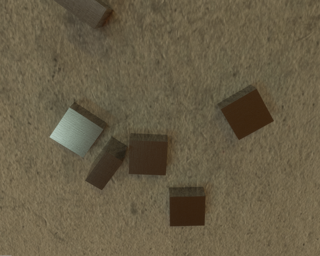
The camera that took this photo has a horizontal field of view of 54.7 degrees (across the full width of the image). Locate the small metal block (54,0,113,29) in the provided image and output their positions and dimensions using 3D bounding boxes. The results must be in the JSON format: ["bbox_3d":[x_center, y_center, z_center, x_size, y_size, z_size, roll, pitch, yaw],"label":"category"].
[{"bbox_3d":[-0.083,-0.137,0.345,0.050,0.050,0.025,34,106,-12],"label":"small metal block"}]

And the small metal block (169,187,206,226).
[{"bbox_3d":[0.039,0.115,0.453,0.050,0.025,0.050,-1,110,0],"label":"small metal block"}]

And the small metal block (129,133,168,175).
[{"bbox_3d":[-0.016,0.036,0.423,0.050,0.025,0.050,3,110,-2],"label":"small metal block"}]

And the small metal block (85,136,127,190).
[{"bbox_3d":[-0.071,0.046,0.412,0.025,0.050,0.050,34,106,-12],"label":"small metal block"}]

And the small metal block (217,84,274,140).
[{"bbox_3d":[0.111,-0.021,0.404,0.050,0.025,0.050,-31,108,10],"label":"small metal block"}]

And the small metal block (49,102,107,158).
[{"bbox_3d":[-0.107,0.002,0.409,0.050,0.025,0.050,35,106,-12],"label":"small metal block"}]
